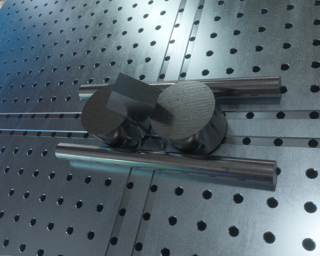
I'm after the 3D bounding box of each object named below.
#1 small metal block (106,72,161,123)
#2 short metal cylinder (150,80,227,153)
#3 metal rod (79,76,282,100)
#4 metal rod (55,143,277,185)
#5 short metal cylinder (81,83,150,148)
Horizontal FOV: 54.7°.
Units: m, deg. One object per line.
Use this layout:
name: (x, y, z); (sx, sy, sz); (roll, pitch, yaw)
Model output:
small metal block: (-0.033, -0.034, 0.367); (0.050, 0.050, 0.025); (22, 66, -10)
short metal cylinder: (0.035, -0.011, 0.376); (0.080, 0.050, 0.080); (-13, 56, 21)
metal rod: (0.008, -0.053, 0.432); (0.300, 0.025, 0.025); (2, 63, 29)
metal rod: (-0.014, 0.040, 0.387); (0.300, 0.025, 0.025); (3, 63, 29)
short metal cylinder: (-0.061, -0.015, 0.429); (0.080, 0.050, 0.080); (-13, 56, 21)
